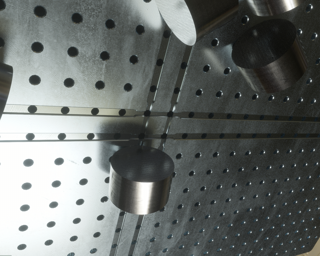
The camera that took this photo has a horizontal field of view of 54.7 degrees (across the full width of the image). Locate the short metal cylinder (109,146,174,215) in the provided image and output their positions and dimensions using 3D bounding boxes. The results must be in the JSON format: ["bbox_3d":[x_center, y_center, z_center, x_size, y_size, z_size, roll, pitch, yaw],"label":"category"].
[{"bbox_3d":[-0.025,0.065,0.402,0.081,0.080,0.050,-6,121,-25],"label":"short metal cylinder"}]

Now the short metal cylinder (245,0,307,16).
[{"bbox_3d":[0.128,-0.170,0.340,0.080,0.080,0.050,-42,130,1],"label":"short metal cylinder"}]

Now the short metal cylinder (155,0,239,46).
[{"bbox_3d":[0.033,-0.132,0.312,0.050,0.080,0.080,-34,129,-6],"label":"short metal cylinder"}]

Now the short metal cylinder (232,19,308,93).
[{"bbox_3d":[0.140,-0.091,0.395,0.080,0.080,0.050,-45,129,3],"label":"short metal cylinder"}]

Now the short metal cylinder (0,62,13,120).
[{"bbox_3d":[-0.168,-0.026,0.267,0.050,0.080,0.080,20,108,-36],"label":"short metal cylinder"}]
